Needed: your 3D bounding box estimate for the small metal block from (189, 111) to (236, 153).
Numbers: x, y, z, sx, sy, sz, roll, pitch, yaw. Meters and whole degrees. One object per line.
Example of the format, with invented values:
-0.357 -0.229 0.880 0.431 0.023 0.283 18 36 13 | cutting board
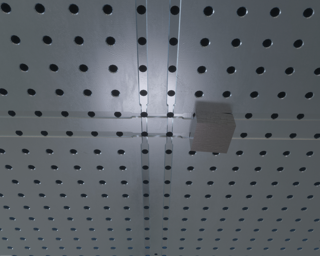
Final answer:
0.069 0.006 0.417 0.050 0.025 0.050 4 130 -4 | small metal block
